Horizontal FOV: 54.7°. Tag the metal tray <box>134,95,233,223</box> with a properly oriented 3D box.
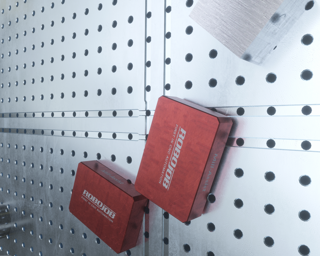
[{"bbox_3d":[0.024,0.035,0.375,0.090,0.030,0.129,26,106,36],"label":"metal tray"}]

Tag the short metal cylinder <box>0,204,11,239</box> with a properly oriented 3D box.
[{"bbox_3d":[-0.383,0.217,0.704,0.080,0.050,0.079,0,90,39],"label":"short metal cylinder"}]

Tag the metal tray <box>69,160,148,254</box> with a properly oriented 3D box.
[{"bbox_3d":[-0.083,0.115,0.472,0.130,0.030,0.089,24,105,37],"label":"metal tray"}]

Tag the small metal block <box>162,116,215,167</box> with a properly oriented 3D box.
[{"bbox_3d":[0.035,0.015,0.379,0.050,0.025,0.050,27,107,36],"label":"small metal block"}]

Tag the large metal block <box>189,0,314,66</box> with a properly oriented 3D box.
[{"bbox_3d":[0.091,-0.123,0.317,0.080,0.050,0.080,50,119,28],"label":"large metal block"}]
